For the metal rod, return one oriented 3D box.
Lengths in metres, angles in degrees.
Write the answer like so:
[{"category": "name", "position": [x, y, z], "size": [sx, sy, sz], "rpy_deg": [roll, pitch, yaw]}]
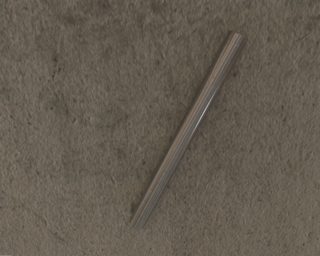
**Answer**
[{"category": "metal rod", "position": [0.030, 0.015, 0.415], "size": [0.025, 0.025, 0.298], "rpy_deg": [24, 108, -9]}]
